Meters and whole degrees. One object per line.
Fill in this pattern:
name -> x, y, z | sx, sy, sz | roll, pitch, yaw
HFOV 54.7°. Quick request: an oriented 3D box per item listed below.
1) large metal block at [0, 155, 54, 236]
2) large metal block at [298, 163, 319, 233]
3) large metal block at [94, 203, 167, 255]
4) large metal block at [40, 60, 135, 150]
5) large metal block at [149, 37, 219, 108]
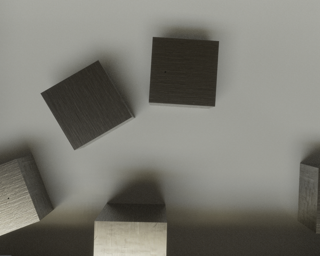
large metal block -> -0.197, 0.088, 0.396 | 0.080, 0.050, 0.080 | -21, 90, -1
large metal block -> 0.232, 0.090, 0.402 | 0.081, 0.050, 0.079 | 2, 90, -1
large metal block -> -0.033, 0.129, 0.384 | 0.081, 0.080, 0.050 | 1, 90, -1
large metal block -> -0.089, -0.028, 0.398 | 0.080, 0.050, 0.080 | -30, 90, 0
large metal block -> 0.029, -0.068, 0.399 | 0.081, 0.050, 0.079 | 3, 90, -1
